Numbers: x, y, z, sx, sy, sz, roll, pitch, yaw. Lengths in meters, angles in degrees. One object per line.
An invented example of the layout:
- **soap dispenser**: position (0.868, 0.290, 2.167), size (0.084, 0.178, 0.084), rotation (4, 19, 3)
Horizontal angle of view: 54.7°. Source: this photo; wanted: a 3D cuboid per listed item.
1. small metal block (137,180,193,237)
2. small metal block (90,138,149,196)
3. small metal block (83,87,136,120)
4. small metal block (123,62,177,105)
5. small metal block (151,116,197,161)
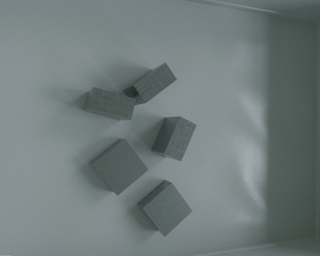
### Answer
- **small metal block**: position (0.007, 0.106, 0.414), size (0.050, 0.025, 0.050), rotation (-39, 103, -16)
- **small metal block**: position (-0.052, 0.048, 0.392), size (0.050, 0.025, 0.050), rotation (-39, 103, -16)
- **small metal block**: position (-0.062, -0.028, 0.375), size (0.050, 0.050, 0.025), rotation (14, 85, -20)
- **small metal block**: position (-0.014, -0.055, 0.393), size (0.050, 0.050, 0.025), rotation (-39, 103, -16)
- **small metal block**: position (0.017, 0.013, 0.405), size (0.025, 0.050, 0.050), rotation (27, 81, -19)
